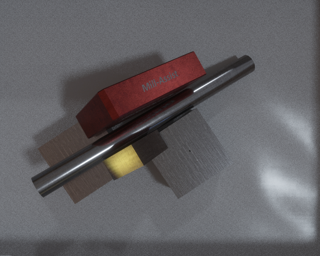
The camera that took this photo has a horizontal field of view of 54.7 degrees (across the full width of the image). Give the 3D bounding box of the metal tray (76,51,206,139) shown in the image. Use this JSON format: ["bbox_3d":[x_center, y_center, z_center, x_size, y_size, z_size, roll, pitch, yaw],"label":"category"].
[{"bbox_3d":[-0.021,-0.037,0.350,0.131,0.090,0.030,-30,92,-32],"label":"metal tray"}]

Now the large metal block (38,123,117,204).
[{"bbox_3d":[-0.090,0.036,0.394,0.080,0.050,0.080,-34,90,0],"label":"large metal block"}]

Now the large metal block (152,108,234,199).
[{"bbox_3d":[0.033,0.031,0.398,0.080,0.050,0.080,-34,90,0],"label":"large metal block"}]

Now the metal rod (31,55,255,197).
[{"bbox_3d":[-0.007,-0.011,0.373,0.302,0.025,0.025,-31,90,-16],"label":"metal rod"}]

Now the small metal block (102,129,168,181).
[{"bbox_3d":[-0.027,0.030,0.349,0.050,0.050,0.025,-30,90,36],"label":"small metal block"}]
